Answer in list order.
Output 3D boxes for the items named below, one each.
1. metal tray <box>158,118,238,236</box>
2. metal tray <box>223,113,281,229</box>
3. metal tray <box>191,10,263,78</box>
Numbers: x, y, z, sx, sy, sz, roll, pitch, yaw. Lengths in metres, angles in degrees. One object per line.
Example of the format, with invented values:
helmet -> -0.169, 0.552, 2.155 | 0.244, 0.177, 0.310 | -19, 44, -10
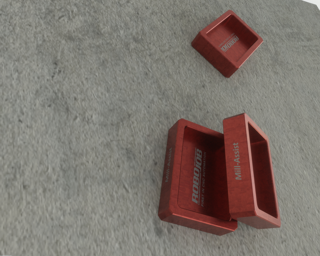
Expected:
metal tray -> 0.051, 0.060, 0.393 | 0.091, 0.030, 0.130 | 20, 54, -17
metal tray -> 0.118, 0.057, 0.400 | 0.090, 0.030, 0.130 | 33, 49, -45
metal tray -> 0.126, -0.157, 0.566 | 0.090, 0.030, 0.131 | 44, 51, 2
